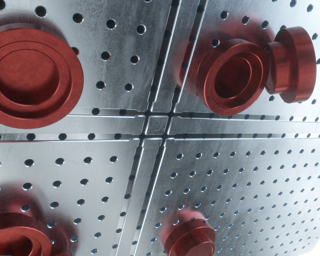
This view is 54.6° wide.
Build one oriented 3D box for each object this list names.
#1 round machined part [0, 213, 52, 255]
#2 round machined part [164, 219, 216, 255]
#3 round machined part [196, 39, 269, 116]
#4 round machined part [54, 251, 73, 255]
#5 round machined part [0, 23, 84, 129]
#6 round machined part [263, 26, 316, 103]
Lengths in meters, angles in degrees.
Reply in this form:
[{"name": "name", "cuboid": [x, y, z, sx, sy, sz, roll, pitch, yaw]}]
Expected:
[{"name": "round machined part", "cuboid": [-0.189, 0.145, 0.386, 0.099, 0.042, 0.097, -13, 123, -21]}, {"name": "round machined part", "cuboid": [0.061, 0.219, 0.568, 0.099, 0.042, 0.097, -14, 124, -21]}, {"name": "round machined part", "cuboid": [0.090, -0.068, 0.406, 0.099, 0.042, 0.097, -14, 124, -21]}, {"name": "round machined part", "cuboid": [-0.147, 0.210, 0.432, 0.098, 0.042, 0.098, -31, 158, -14]}, {"name": "round machined part", "cuboid": [-0.127, -0.051, 0.298, 0.099, 0.042, 0.097, -14, 124, -21]}, {"name": "round machined part", "cuboid": [0.163, -0.080, 0.409, 0.042, 0.098, 0.098, -8, 125, 4]}]
